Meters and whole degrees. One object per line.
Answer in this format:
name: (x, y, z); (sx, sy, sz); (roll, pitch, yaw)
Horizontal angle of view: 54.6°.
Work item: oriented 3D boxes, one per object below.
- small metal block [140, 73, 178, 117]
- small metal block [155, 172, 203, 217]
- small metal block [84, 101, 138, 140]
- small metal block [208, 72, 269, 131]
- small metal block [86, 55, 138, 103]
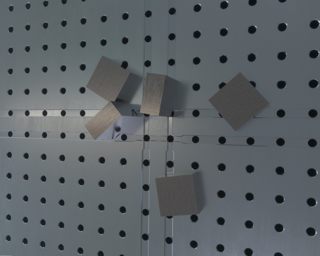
small metal block: (0.000, -0.041, 0.400); (0.025, 0.050, 0.050); (11, 94, 20)
small metal block: (0.025, 0.086, 0.404); (0.050, 0.025, 0.050); (-9, 87, 19)
small metal block: (-0.065, -0.009, 0.423); (0.050, 0.050, 0.025); (-41, 77, 15)
small metal block: (0.096, -0.031, 0.379); (0.050, 0.025, 0.050); (-42, 77, 15)
small metal block: (-0.068, -0.066, 0.437); (0.050, 0.025, 0.050); (33, 101, 17)
